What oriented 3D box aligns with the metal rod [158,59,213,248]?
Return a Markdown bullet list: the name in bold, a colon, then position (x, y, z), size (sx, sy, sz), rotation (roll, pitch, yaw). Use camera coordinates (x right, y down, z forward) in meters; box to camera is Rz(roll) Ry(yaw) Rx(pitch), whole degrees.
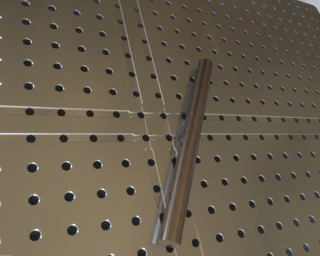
- **metal rod**: position (0.043, 0.010, 0.426), size (0.025, 0.025, 0.300), rotation (26, 52, -13)
